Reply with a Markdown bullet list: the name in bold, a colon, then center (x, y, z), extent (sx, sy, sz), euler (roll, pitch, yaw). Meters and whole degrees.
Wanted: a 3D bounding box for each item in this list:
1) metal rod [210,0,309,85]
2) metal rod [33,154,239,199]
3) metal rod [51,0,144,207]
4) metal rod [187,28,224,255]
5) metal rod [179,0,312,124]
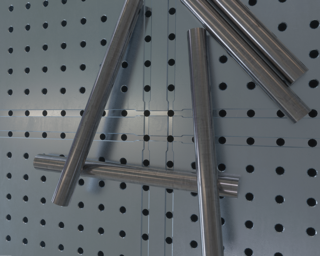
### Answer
- **metal rod**: center (0.069, -0.173, 0.388), extent (0.025, 0.025, 0.300), euler (-42, 77, 15)
- **metal rod**: center (-0.045, 0.063, 0.429), extent (0.301, 0.025, 0.025), euler (4, 92, 20)
- **metal rod**: center (-0.086, -0.037, 0.427), extent (0.025, 0.025, 0.299), euler (20, 91, 19)
- **metal rod**: center (0.054, 0.024, 0.372), extent (0.025, 0.025, 0.299), euler (-6, 80, 20)
- **metal rod**: center (0.072, -0.126, 0.387), extent (0.025, 0.025, 0.300), euler (-42, 77, 15)
